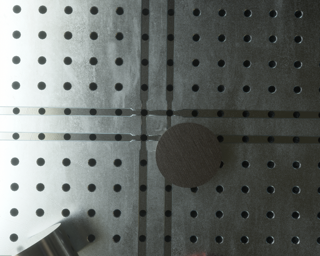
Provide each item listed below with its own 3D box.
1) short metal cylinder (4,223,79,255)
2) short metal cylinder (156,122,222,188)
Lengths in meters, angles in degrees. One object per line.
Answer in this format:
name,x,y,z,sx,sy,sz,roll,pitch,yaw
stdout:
short metal cylinder,-0.149,0.163,0.385,0.080,0.080,0.050,-29,90,0
short metal cylinder,0.035,0.033,0.401,0.081,0.050,0.079,0,90,0
